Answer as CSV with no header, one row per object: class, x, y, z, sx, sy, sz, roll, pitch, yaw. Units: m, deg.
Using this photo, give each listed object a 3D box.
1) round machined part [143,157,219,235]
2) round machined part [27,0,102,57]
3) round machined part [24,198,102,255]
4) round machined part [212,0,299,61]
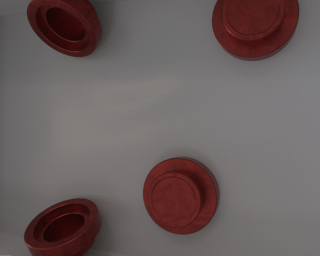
round machined part,0.023,0.087,0.393,0.098,0.042,0.097,0,90,20
round machined part,-0.125,-0.148,0.426,0.098,0.098,0.042,7,58,20
round machined part,-0.127,0.143,0.422,0.098,0.098,0.042,-4,114,20
round machined part,0.110,-0.131,0.363,0.098,0.042,0.097,0,90,20
